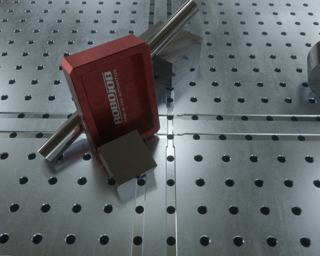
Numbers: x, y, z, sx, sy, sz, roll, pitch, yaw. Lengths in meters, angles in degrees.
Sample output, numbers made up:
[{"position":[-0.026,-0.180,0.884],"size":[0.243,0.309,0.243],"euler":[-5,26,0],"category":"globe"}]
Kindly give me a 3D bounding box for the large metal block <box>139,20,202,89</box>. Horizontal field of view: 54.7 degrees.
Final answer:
[{"position":[0.009,-0.118,0.490],"size":[0.080,0.050,0.080],"euler":[30,56,22],"category":"large metal block"}]

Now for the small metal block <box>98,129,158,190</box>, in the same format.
[{"position":[-0.039,0.037,0.365],"size":[0.050,0.025,0.050],"euler":[-26,76,-20],"category":"small metal block"}]

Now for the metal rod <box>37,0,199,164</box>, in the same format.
[{"position":[-0.046,-0.073,0.421],"size":[0.025,0.025,0.301],"euler":[33,72,24],"category":"metal rod"}]

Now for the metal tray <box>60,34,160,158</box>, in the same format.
[{"position":[-0.051,-0.033,0.365],"size":[0.091,0.129,0.030],"euler":[-26,45,-20],"category":"metal tray"}]

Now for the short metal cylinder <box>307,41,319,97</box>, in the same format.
[{"position":[0.257,-0.087,0.447],"size":[0.080,0.080,0.050],"euler":[12,51,10],"category":"short metal cylinder"}]
